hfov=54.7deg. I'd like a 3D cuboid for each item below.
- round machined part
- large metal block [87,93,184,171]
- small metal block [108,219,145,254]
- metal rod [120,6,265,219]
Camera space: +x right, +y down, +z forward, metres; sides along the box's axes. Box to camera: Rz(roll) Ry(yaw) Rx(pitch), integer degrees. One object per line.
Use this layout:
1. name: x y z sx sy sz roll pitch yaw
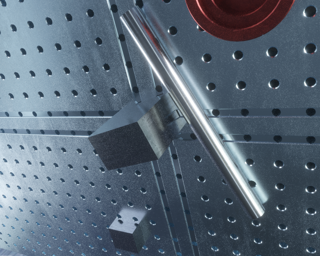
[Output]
1. round machined part: 0.074 -0.132 0.279 0.098 0.042 0.097 13 124 20
2. large metal block: -0.028 0.004 0.392 0.080 0.080 0.050 -16 110 34
3. small metal block: -0.060 0.196 0.562 0.050 0.025 0.050 2 120 26
4. metal rod: 0.047 -0.009 0.380 0.025 0.025 0.299 -25 106 36
